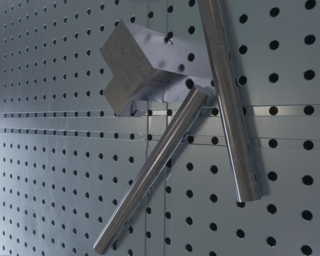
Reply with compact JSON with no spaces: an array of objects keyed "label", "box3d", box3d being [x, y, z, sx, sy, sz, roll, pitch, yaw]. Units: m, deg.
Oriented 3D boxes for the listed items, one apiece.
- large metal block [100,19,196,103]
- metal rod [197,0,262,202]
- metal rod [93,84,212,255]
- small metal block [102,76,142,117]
[{"label":"large metal block","box3d":[-0.015,-0.080,0.386,0.050,0.081,0.080,-46,63,30]},{"label":"metal rod","box3d":[0.070,-0.069,0.351,0.025,0.025,0.298,-16,80,39]},{"label":"metal rod","box3d":[-0.021,0.072,0.426,0.025,0.025,0.298,46,117,30]},{"label":"small metal block","box3d":[-0.051,-0.051,0.452,0.050,0.025,0.050,-49,61,29]}]
